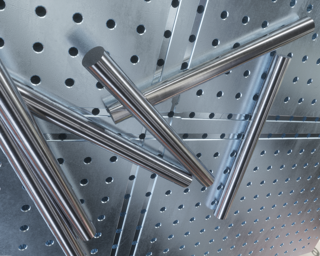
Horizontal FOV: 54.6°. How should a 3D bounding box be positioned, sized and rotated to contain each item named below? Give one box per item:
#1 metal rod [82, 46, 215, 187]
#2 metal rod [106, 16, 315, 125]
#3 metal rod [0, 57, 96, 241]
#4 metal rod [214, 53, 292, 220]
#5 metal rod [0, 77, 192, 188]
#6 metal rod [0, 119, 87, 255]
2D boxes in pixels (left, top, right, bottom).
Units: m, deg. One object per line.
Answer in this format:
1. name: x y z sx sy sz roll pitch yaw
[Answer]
1. metal rod: 0.008 0.009 0.395 0.025 0.025 0.300 -42 137 1
2. metal rod: 0.074 -0.080 0.401 0.302 0.025 0.025 -26 128 -12
3. metal rod: -0.126 0.043 0.347 0.025 0.025 0.299 -24 134 -14
4. metal rod: 0.143 0.028 0.505 0.025 0.025 0.298 -1 119 -28
5. metal rod: -0.060 0.018 0.388 0.301 0.025 0.025 32 100 -38
6. metal rod: -0.140 0.105 0.399 0.025 0.025 0.299 -22 127 -15
